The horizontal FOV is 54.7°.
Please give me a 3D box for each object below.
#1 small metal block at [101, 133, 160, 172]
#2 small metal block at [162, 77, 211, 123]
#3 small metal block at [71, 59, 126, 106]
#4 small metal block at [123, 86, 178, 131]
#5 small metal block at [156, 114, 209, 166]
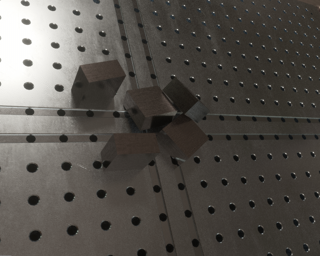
[{"bbox_3d":[-0.035,0.028,0.357,0.050,0.050,0.025,0,62,-29],"label":"small metal block"},{"bbox_3d":[0.037,-0.038,0.429,0.050,0.025,0.050,50,12,27],"label":"small metal block"},{"bbox_3d":[-0.077,-0.057,0.386,0.050,0.050,0.025,-19,72,-35],"label":"small metal block"},{"bbox_3d":[-0.014,-0.028,0.412,0.050,0.025,0.050,-14,55,-34],"label":"small metal block"},{"bbox_3d":[0.030,0.014,0.418,0.050,0.025,0.050,48,51,5],"label":"small metal block"}]
